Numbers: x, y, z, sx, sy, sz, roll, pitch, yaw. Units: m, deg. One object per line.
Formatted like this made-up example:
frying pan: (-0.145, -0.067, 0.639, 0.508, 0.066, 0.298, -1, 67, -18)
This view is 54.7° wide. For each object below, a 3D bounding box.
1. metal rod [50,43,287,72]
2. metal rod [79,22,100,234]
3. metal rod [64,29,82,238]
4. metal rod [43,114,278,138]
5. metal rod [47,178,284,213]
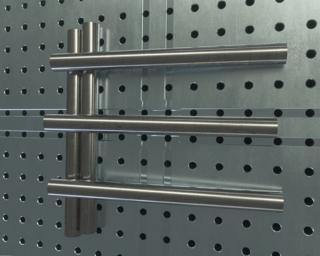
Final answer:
metal rod: (0.000, -0.089, 0.396, 0.301, 0.025, 0.025, 1, 90, 13)
metal rod: (-0.101, 0.000, 0.446, 0.025, 0.025, 0.298, 1, 90, 19)
metal rod: (-0.125, 0.008, 0.454, 0.025, 0.025, 0.298, 1, 90, 19)
metal rod: (-0.010, -0.004, 0.399, 0.301, 0.025, 0.025, 1, 91, 13)
metal rod: (-0.003, 0.085, 0.397, 0.301, 0.025, 0.025, 1, 90, 13)
